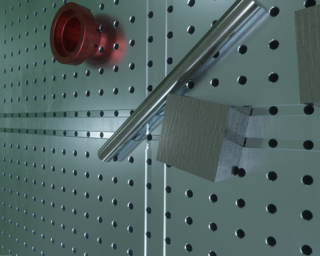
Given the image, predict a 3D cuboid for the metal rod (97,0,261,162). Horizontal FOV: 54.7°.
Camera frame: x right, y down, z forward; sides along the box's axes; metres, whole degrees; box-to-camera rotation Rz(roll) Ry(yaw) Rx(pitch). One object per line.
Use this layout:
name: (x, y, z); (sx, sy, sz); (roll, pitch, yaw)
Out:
metal rod: (0.006, -0.047, 0.404); (0.299, 0.025, 0.025); (-44, 64, 31)

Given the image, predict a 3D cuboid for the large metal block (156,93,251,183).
large metal block: (0.048, 0.008, 0.353); (0.080, 0.050, 0.079); (16, 100, 39)

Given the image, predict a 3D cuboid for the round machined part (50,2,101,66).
round machined part: (-0.136, -0.151, 0.511); (0.098, 0.042, 0.097); (0, 90, 40)

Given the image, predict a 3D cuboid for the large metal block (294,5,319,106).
large metal block: (0.164, -0.063, 0.258); (0.080, 0.050, 0.080); (-5, 87, 40)
